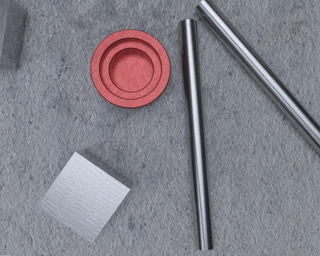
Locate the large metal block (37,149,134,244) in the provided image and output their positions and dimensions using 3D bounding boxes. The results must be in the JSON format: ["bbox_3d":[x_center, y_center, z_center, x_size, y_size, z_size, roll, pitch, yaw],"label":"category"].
[{"bbox_3d":[-0.092,0.084,0.396,0.080,0.050,0.080,35,90,-1],"label":"large metal block"}]

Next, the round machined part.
[{"bbox_3d":[-0.036,-0.073,0.401,0.099,0.042,0.097,0,90,-1],"label":"round machined part"}]

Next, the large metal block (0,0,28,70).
[{"bbox_3d":[-0.225,-0.124,0.394,0.081,0.050,0.080,9,90,-1],"label":"large metal block"}]

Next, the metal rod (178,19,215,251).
[{"bbox_3d":[0.048,0.009,0.410,0.025,0.025,0.298,-5,90,-1],"label":"metal rod"}]

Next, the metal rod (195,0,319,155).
[{"bbox_3d":[0.154,-0.052,0.411,0.025,0.025,0.300,-41,91,0],"label":"metal rod"}]
